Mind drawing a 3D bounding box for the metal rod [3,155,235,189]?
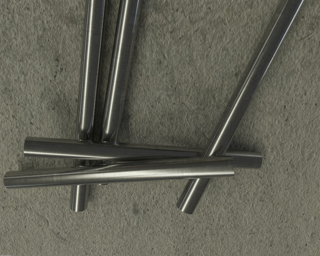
[{"bbox_3d":[-0.061,0.057,0.391,0.301,0.025,0.025,-6,111,14],"label":"metal rod"}]

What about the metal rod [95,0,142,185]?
[{"bbox_3d":[-0.051,-0.063,0.385,0.025,0.025,0.298,11,110,-4],"label":"metal rod"}]

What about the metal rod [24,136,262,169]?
[{"bbox_3d":[-0.013,0.034,0.401,0.302,0.025,0.025,4,110,-10],"label":"metal rod"}]

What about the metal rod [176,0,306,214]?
[{"bbox_3d":[0.096,-0.029,0.375,0.025,0.025,0.298,24,99,-9],"label":"metal rod"}]

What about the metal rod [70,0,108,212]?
[{"bbox_3d":[-0.094,-0.024,0.399,0.025,0.025,0.298,9,110,-3],"label":"metal rod"}]
